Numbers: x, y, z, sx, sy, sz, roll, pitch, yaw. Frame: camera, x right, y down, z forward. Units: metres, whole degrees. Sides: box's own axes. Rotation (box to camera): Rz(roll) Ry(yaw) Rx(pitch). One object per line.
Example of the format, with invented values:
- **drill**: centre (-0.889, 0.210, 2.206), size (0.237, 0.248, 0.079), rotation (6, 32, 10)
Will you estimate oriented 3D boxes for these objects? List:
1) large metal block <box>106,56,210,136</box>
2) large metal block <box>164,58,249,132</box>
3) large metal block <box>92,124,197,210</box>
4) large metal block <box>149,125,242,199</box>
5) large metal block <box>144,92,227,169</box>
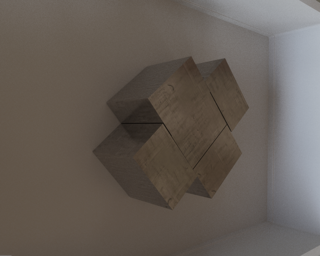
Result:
- **large metal block**: centre (-0.002, -0.037, 0.369), size (0.080, 0.080, 0.050), rotation (-48, 119, -30)
- **large metal block**: centre (0.061, -0.042, 0.423), size (0.050, 0.080, 0.080), rotation (-49, 119, -29)
- **large metal block**: centre (-0.018, 0.041, 0.357), size (0.050, 0.080, 0.080), rotation (-49, 119, -29)
- **large metal block**: centre (0.048, 0.040, 0.412), size (0.080, 0.080, 0.050), rotation (-48, 119, -30)
- **large metal block**: centre (0.022, 0.002, 0.391), size (0.080, 0.080, 0.050), rotation (-48, 119, -30)
